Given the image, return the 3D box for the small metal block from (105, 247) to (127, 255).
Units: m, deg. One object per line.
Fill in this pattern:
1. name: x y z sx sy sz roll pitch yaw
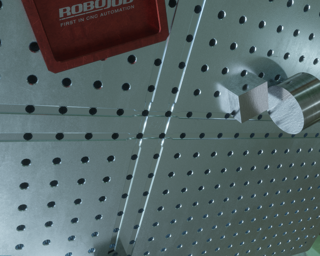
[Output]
1. small metal block: -0.076 0.234 0.516 0.050 0.025 0.050 -20 126 -17

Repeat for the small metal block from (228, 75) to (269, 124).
1. small metal block: 0.132 -0.042 0.459 0.050 0.025 0.050 -27 128 -12

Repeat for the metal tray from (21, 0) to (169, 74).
1. metal tray: -0.060 -0.116 0.303 0.131 0.030 0.089 -21 127 -16

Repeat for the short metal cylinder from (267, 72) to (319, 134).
1. short metal cylinder: 0.206 -0.037 0.468 0.050 0.080 0.080 -26 128 -12
